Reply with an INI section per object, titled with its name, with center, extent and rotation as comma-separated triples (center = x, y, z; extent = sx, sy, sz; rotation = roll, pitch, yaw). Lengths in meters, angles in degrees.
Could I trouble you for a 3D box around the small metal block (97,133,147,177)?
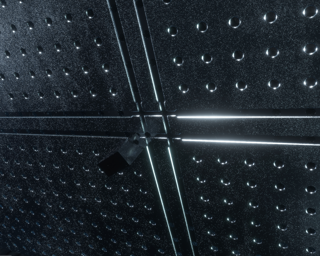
[small metal block]
center = -0.054, 0.039, 0.446
extent = 0.050, 0.050, 0.025
rotation = -32, 101, 38
